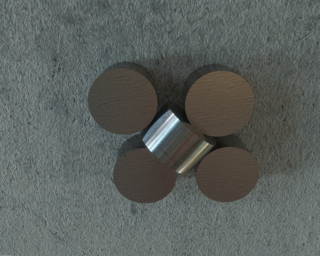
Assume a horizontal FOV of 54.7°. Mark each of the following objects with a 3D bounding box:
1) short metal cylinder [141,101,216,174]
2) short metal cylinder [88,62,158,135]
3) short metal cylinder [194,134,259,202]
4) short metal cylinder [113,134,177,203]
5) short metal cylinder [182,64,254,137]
[{"bbox_3d":[0.023,0.011,0.386,0.080,0.080,0.050,38,106,-13],"label":"short metal cylinder"},{"bbox_3d":[-0.043,-0.038,0.382,0.081,0.050,0.079,0,110,-1],"label":"short metal cylinder"},{"bbox_3d":[0.086,0.052,0.417,0.081,0.050,0.079,0,110,-1],"label":"short metal cylinder"},{"bbox_3d":[-0.019,0.053,0.416,0.081,0.050,0.079,0,110,-1],"label":"short metal cylinder"},{"bbox_3d":[0.069,-0.035,0.384,0.081,0.050,0.079,0,110,-1],"label":"short metal cylinder"}]
